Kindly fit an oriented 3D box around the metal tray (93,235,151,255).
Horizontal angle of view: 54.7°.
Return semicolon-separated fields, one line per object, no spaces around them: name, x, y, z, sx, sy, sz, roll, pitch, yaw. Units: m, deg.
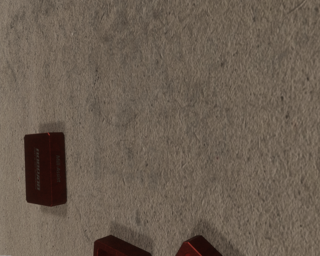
metal tray;-0.059;0.233;0.447;0.090;0.030;0.129;7;94;39

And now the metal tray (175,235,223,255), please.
metal tray;0.042;0.206;0.365;0.090;0.030;0.129;38;113;33

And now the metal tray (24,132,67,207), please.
metal tray;-0.214;0.075;0.575;0.090;0.030;0.129;-5;87;39
